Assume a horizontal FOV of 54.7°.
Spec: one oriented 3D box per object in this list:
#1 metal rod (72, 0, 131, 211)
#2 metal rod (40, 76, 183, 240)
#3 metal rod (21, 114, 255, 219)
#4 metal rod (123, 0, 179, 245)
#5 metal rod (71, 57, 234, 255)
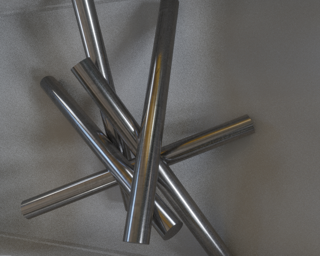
[{"bbox_3d":[-0.066,-0.033,0.392,0.025,0.025,0.298,-7,104,20],"label":"metal rod"},{"bbox_3d":[-0.078,0.017,0.389,0.300,0.025,0.025,43,104,33],"label":"metal rod"},{"bbox_3d":[-0.031,0.050,0.385,0.301,0.025,0.025,-21,83,5],"label":"metal rod"},{"bbox_3d":[-0.005,-0.029,0.348,0.025,0.025,0.299,-2,65,20],"label":"metal rod"},{"bbox_3d":[0.000,0.051,0.358,0.025,0.025,0.299,-33,99,17],"label":"metal rod"}]
